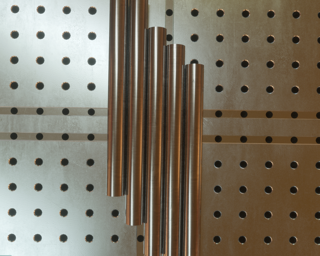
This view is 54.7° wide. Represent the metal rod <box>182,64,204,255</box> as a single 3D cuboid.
[{"bbox_3d":[0.043,0.066,0.413,0.025,0.025,0.298,1,90,-1],"label":"metal rod"}]

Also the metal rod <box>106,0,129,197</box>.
[{"bbox_3d":[-0.056,-0.060,0.412,0.025,0.025,0.298,1,90,-1],"label":"metal rod"}]

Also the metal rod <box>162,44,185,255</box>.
[{"bbox_3d":[0.018,0.040,0.413,0.025,0.025,0.298,1,90,-1],"label":"metal rod"}]

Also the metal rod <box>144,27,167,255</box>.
[{"bbox_3d":[-0.006,0.018,0.413,0.025,0.025,0.298,1,90,-1],"label":"metal rod"}]

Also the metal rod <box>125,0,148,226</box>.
[{"bbox_3d":[-0.031,-0.023,0.412,0.025,0.025,0.298,1,90,-1],"label":"metal rod"}]
